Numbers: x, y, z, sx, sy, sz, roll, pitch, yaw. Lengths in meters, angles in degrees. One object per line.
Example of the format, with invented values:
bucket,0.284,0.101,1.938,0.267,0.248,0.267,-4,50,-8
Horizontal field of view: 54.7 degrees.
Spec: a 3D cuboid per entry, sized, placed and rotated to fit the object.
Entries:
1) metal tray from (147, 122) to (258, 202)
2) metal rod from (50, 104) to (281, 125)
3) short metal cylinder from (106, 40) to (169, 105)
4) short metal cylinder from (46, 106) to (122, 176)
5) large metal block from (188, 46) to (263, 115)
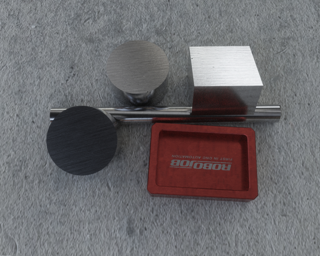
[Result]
metal tray,0.052,0.043,0.390,0.131,0.030,0.090,3,70,1
metal rod,0.008,-0.018,0.417,0.302,0.025,0.025,-1,70,-1
short metal cylinder,-0.029,-0.071,0.422,0.081,0.050,0.080,0,69,0
short metal cylinder,-0.089,0.014,0.377,0.081,0.050,0.079,0,91,-1
large metal block,0.080,-0.063,0.406,0.081,0.050,0.080,-1,49,-1
